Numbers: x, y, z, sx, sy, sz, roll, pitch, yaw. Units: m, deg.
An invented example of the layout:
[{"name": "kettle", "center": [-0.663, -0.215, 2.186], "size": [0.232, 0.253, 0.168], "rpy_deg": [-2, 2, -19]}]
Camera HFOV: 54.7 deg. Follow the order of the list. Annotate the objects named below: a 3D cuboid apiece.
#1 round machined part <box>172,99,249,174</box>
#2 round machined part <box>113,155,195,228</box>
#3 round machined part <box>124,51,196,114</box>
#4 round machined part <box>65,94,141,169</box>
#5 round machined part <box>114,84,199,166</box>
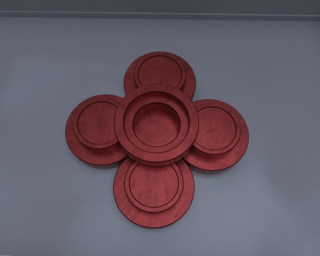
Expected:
[{"name": "round machined part", "center": [0.065, 0.007, 0.396], "size": [0.099, 0.042, 0.098], "rpy_deg": [0, 70, 0]}, {"name": "round machined part", "center": [-0.007, 0.069, 0.373], "size": [0.099, 0.042, 0.098], "rpy_deg": [1, 68, -1]}, {"name": "round machined part", "center": [0.000, -0.063, 0.420], "size": [0.099, 0.042, 0.098], "rpy_deg": [0, 70, 0]}, {"name": "round machined part", "center": [-0.073, 0.000, 0.397], "size": [0.099, 0.042, 0.098], "rpy_deg": [0, 70, 0]}, {"name": "round machined part", "center": [-0.004, -0.001, 0.376], "size": [0.099, 0.042, 0.098], "rpy_deg": [0, 70, 0]}]
